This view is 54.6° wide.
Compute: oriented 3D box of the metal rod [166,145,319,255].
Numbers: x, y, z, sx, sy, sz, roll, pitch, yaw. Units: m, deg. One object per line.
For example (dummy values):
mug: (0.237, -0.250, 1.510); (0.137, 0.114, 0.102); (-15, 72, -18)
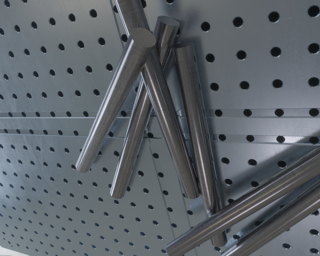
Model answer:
metal rod: (0.110, 0.097, 0.390); (0.025, 0.025, 0.299); (44, 122, -2)

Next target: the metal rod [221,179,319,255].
metal rod: (0.167, 0.106, 0.388); (0.025, 0.025, 0.298); (36, 129, 4)

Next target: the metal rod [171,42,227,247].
metal rod: (0.057, 0.039, 0.405); (0.025, 0.025, 0.298); (1, 119, 28)

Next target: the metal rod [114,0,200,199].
metal rod: (0.004, -0.028, 0.367); (0.025, 0.025, 0.299); (-1, 126, 29)

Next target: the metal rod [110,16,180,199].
metal rod: (-0.031, -0.004, 0.425); (0.025, 0.025, 0.298); (28, 128, 11)

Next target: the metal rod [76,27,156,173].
metal rod: (-0.072, -0.010, 0.404); (0.025, 0.025, 0.298); (39, 141, 1)
